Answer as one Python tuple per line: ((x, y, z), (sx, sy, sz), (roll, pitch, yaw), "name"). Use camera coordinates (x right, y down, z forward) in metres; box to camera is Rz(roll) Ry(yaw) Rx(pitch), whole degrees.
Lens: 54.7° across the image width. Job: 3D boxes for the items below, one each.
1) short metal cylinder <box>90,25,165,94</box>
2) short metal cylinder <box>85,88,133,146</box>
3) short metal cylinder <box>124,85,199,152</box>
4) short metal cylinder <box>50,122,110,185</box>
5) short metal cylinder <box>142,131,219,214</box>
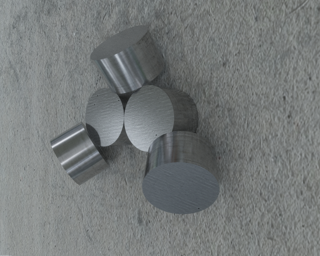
((-0.041, -0.088, 0.397), (0.080, 0.080, 0.050), (2, 134, 40), "short metal cylinder")
((-0.061, -0.015, 0.440), (0.080, 0.050, 0.080), (0, 90, 40), "short metal cylinder")
((0.001, -0.011, 0.389), (0.080, 0.050, 0.080), (0, 90, 40), "short metal cylinder")
((-0.117, 0.037, 0.459), (0.050, 0.080, 0.080), (-32, 64, -8), "short metal cylinder")
((0.023, 0.050, 0.343), (0.080, 0.080, 0.050), (-44, 22, 31), "short metal cylinder")
